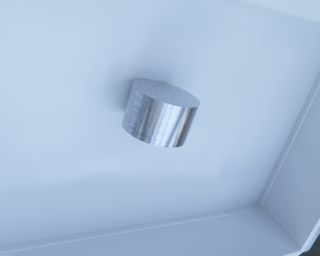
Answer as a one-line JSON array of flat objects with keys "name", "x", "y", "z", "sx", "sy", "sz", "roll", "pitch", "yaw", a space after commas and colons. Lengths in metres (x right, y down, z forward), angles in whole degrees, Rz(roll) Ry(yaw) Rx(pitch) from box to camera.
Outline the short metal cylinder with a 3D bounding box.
[{"name": "short metal cylinder", "x": 0.000, "y": -0.019, "z": 0.363, "sx": 0.081, "sy": 0.080, "sz": 0.050, "roll": 5, "pitch": 116, "yaw": -31}]
